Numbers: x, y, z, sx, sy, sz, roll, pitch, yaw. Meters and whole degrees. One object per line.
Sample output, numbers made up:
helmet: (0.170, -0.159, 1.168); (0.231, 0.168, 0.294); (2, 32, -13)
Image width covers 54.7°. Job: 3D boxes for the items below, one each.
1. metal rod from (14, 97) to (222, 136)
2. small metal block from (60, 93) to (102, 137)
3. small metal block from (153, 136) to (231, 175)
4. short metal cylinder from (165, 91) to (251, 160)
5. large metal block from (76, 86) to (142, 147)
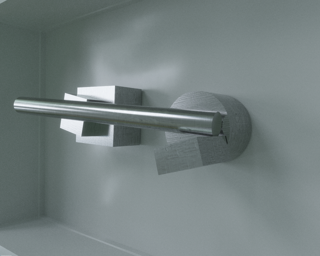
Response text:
metal rod: (-0.073, -0.018, 0.371); (0.300, 0.025, 0.025); (7, 94, 31)
small metal block: (-0.109, -0.019, 0.427); (0.050, 0.025, 0.050); (17, 100, 38)
small metal block: (0.031, 0.026, 0.295); (0.050, 0.050, 0.025); (-18, 79, 38)
short metal cylinder: (0.053, 0.001, 0.343); (0.080, 0.050, 0.079); (0, 90, 39)
large metal block: (-0.075, -0.017, 0.446); (0.080, 0.050, 0.079); (4, 92, 39)
